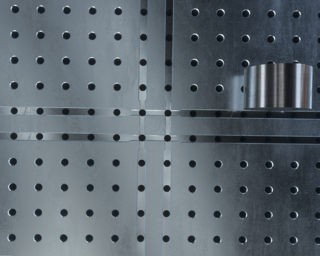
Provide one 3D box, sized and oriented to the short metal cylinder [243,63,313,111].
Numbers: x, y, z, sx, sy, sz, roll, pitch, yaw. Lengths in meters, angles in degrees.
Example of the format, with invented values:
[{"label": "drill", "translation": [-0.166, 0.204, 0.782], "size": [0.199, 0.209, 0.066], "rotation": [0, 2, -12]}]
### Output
[{"label": "short metal cylinder", "translation": [0.146, -0.048, 0.388], "size": [0.081, 0.080, 0.050], "rotation": [1, 90, -1]}]
